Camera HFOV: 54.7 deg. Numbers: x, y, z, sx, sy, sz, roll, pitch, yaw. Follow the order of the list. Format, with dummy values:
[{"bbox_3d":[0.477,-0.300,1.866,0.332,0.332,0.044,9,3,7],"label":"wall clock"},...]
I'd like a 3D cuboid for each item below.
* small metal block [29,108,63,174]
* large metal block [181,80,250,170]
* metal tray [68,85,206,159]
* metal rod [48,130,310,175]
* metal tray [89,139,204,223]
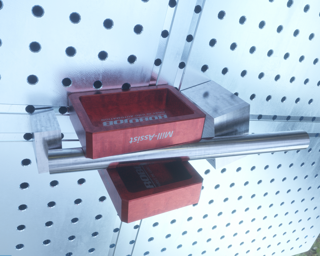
[{"bbox_3d":[-0.124,0.013,0.336,0.025,0.050,0.050,-8,122,-25],"label":"small metal block"},{"bbox_3d":[0.072,-0.006,0.412,0.050,0.080,0.079,-21,127,-17],"label":"large metal block"},{"bbox_3d":[-0.027,-0.013,0.347,0.131,0.090,0.030,-9,123,-24],"label":"metal tray"},{"bbox_3d":[0.035,0.024,0.349,0.302,0.025,0.025,-4,121,-16],"label":"metal rod"},{"bbox_3d":[-0.022,0.043,0.360,0.091,0.130,0.030,-9,123,-24],"label":"metal tray"}]
